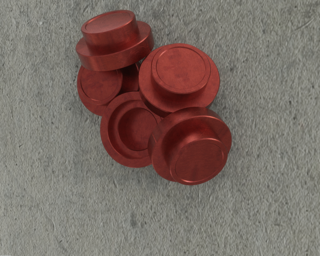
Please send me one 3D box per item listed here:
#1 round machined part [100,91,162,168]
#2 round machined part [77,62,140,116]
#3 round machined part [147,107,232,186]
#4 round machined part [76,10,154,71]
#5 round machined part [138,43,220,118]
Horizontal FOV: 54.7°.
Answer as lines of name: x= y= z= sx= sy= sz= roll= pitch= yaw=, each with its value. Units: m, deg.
round machined part: x=-0.025 y=0.002 z=0.409 sx=0.098 sy=0.042 sz=0.097 roll=0 pitch=90 yaw=19
round machined part: x=-0.073 y=-0.064 z=0.427 sx=0.098 sy=0.042 sz=0.097 roll=0 pitch=90 yaw=19
round machined part: x=0.038 y=0.028 z=0.358 sx=0.098 sy=0.098 sz=0.042 roll=-45 pitch=36 yaw=14
round machined part: x=-0.059 y=-0.115 z=0.390 sx=0.098 sy=0.098 sz=0.042 roll=1 pitch=132 yaw=19
round machined part: x=0.023 y=-0.061 z=0.369 sx=0.099 sy=0.042 sz=0.098 roll=1 pitch=68 yaw=-3
